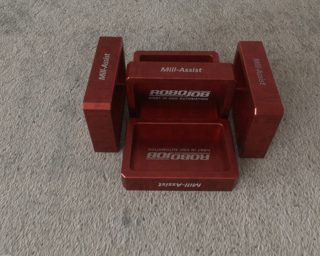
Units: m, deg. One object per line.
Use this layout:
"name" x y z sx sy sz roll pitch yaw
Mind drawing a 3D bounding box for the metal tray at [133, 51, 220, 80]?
"metal tray" 0.024 -0.076 0.465 0.131 0.030 0.090 0 53 0

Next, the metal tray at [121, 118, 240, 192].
"metal tray" 0.023 0.030 0.378 0.131 0.030 0.090 1 49 0

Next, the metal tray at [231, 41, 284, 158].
"metal tray" 0.116 -0.038 0.395 0.030 0.090 0.130 1 50 1

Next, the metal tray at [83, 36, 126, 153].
"metal tray" -0.066 -0.044 0.399 0.030 0.090 0.130 1 51 1

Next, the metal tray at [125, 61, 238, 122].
"metal tray" 0.025 -0.041 0.398 0.131 0.090 0.030 1 52 1
